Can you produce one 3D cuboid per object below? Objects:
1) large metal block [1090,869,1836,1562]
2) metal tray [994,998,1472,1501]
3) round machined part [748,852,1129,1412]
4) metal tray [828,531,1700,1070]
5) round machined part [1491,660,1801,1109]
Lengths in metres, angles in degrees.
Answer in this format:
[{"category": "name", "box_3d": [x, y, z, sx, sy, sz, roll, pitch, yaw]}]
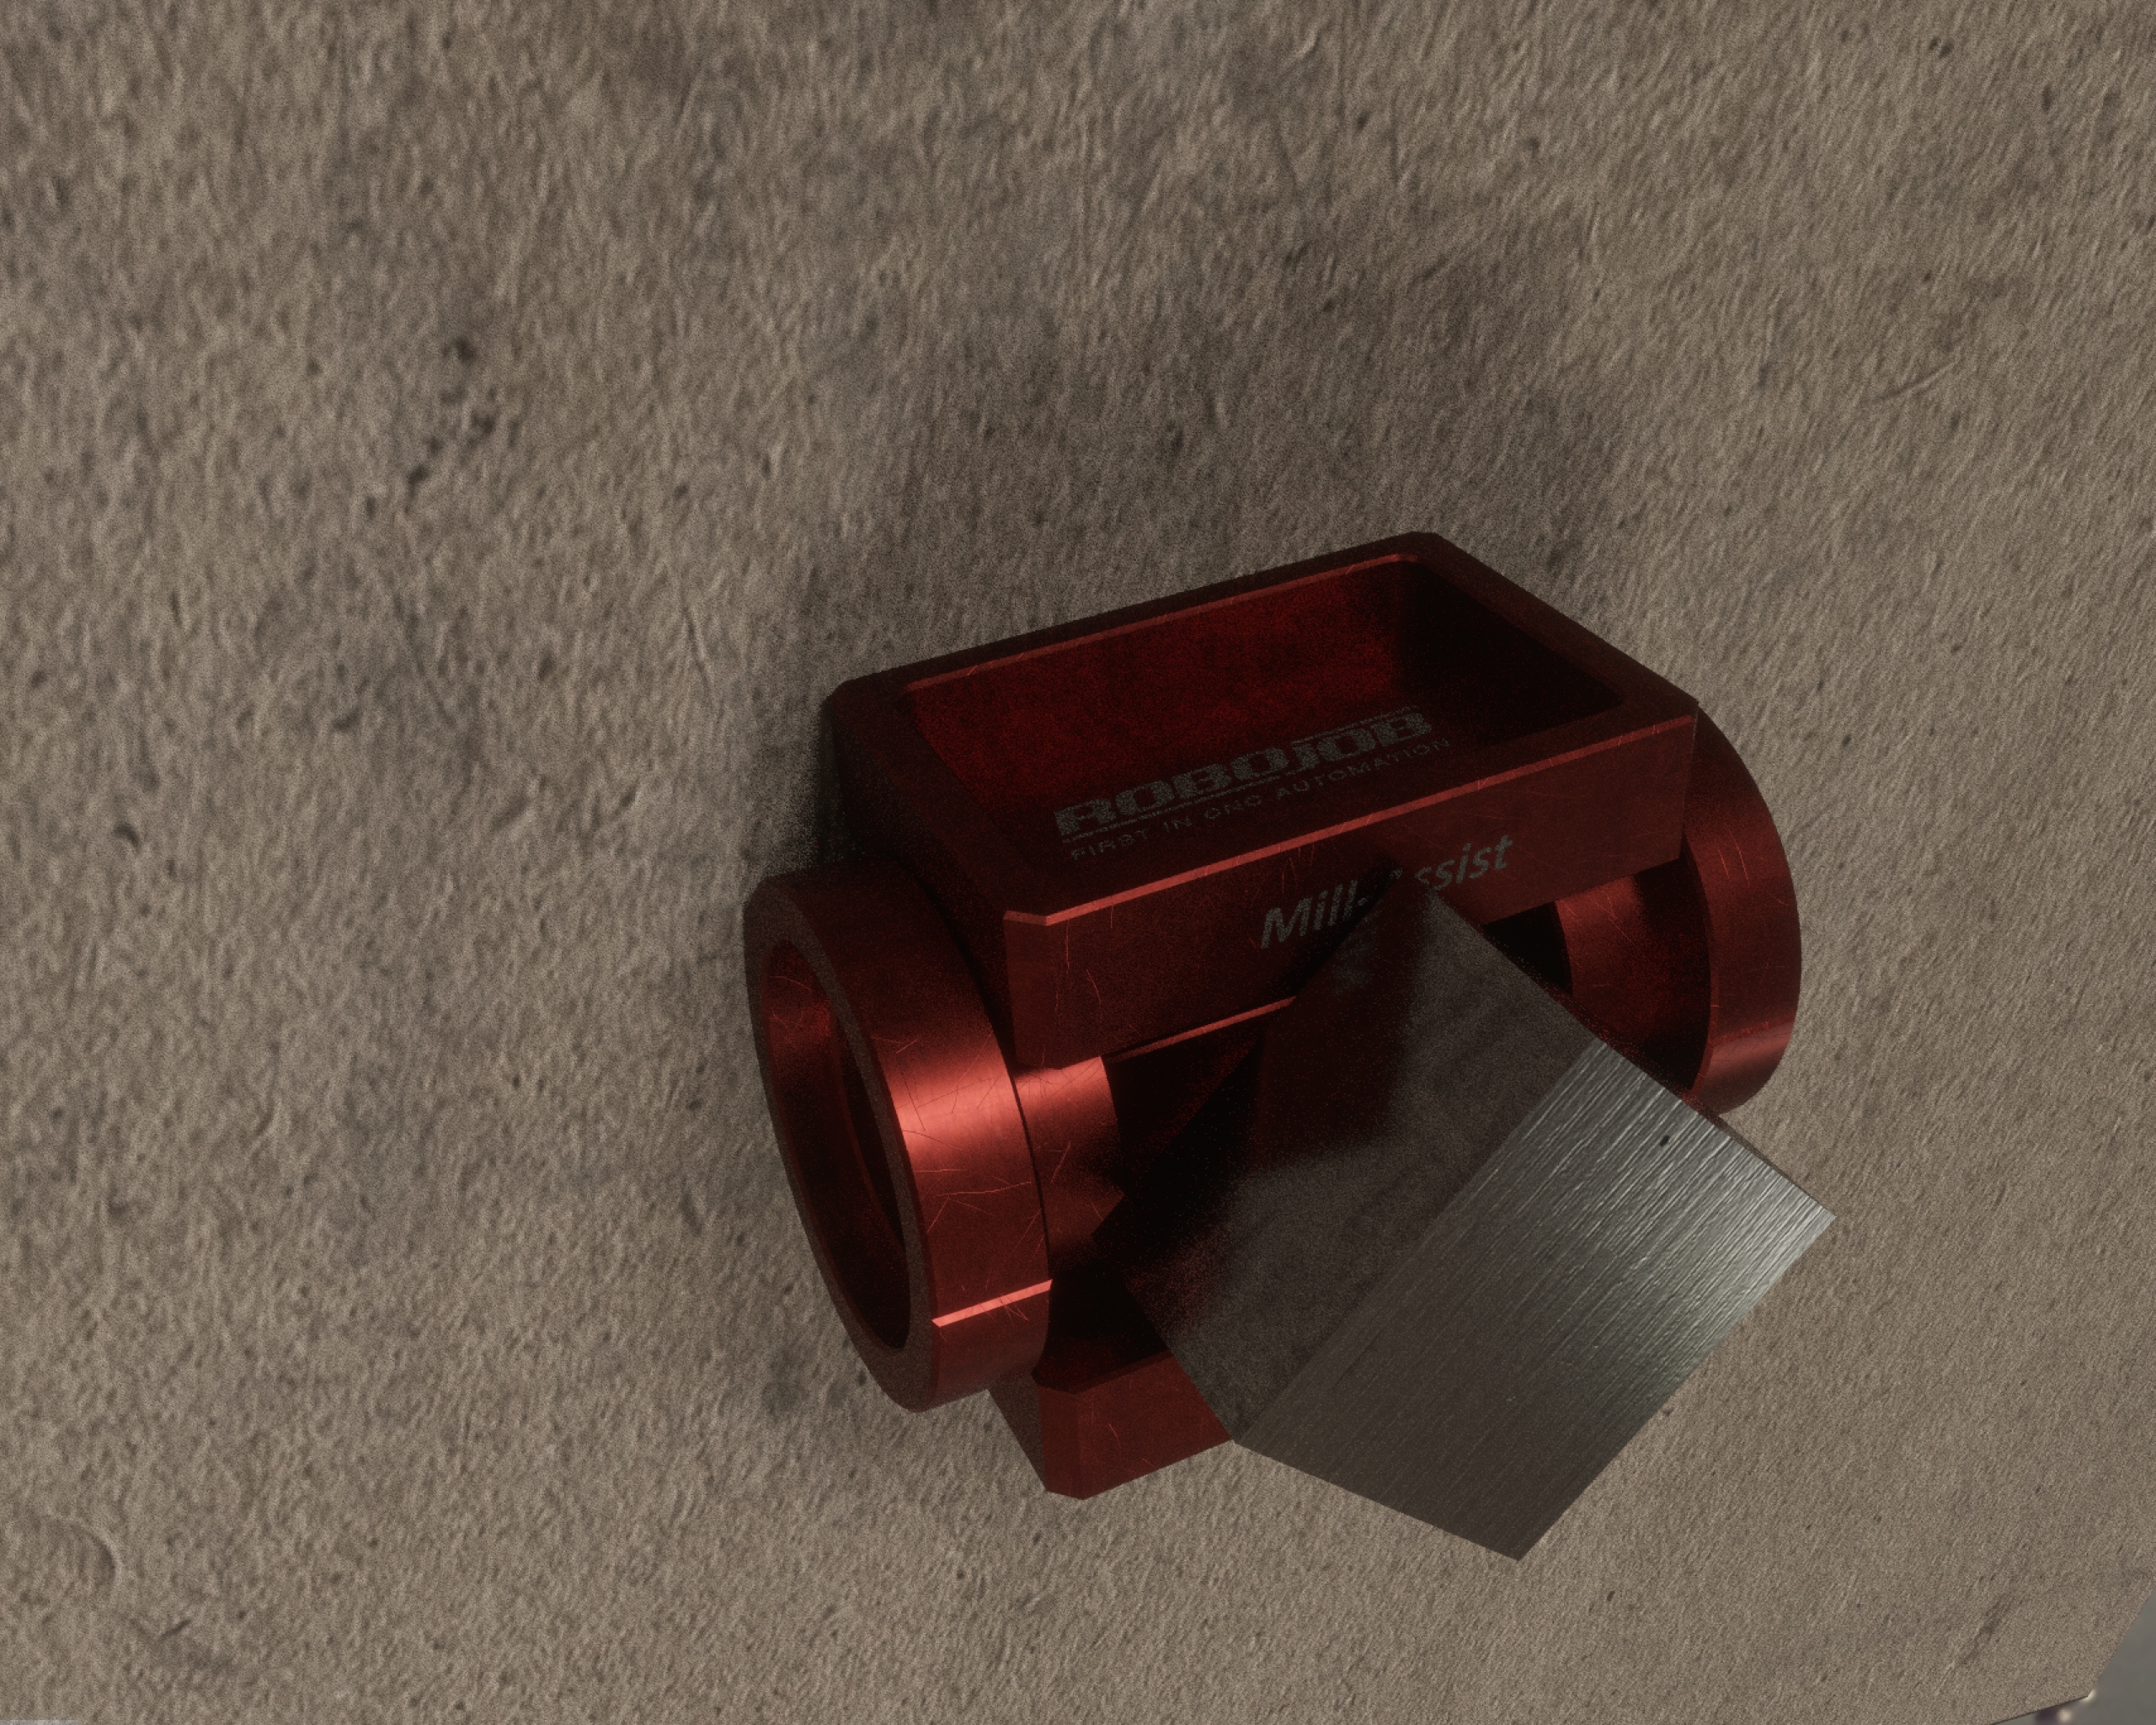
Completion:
[{"category": "large metal block", "box_3d": [0.064, 0.060, 0.347, 0.080, 0.050, 0.080, 34, 99, -39]}, {"category": "metal tray", "box_3d": [0.036, 0.067, 0.427, 0.131, 0.090, 0.030, -16, 125, -20]}, {"category": "round machined part", "box_3d": [-0.024, 0.045, 0.377, 0.042, 0.098, 0.097, -15, 125, -21]}, {"category": "metal tray", "box_3d": [0.032, -0.017, 0.376, 0.131, 0.090, 0.030, -17, 126, -19]}, {"category": "round machined part", "box_3d": [0.096, 0.010, 0.421, 0.042, 0.098, 0.097, -15, 125, -21]}]
